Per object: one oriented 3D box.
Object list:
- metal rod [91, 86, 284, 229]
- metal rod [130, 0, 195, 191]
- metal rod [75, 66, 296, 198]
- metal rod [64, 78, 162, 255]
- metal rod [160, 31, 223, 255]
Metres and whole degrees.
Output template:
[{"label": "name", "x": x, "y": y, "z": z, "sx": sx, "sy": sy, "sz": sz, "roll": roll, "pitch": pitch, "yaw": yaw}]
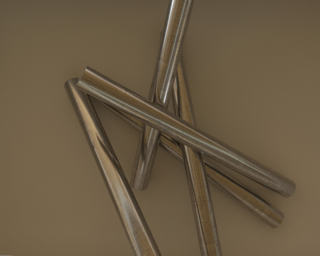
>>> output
[{"label": "metal rod", "x": 0.035, "y": 0.035, "z": 0.411, "sx": 0.301, "sy": 0.025, "sz": 0.025, "roll": 36, "pitch": 90, "yaw": 0}, {"label": "metal rod", "x": 0.004, "y": -0.056, "z": 0.351, "sx": 0.025, "sy": 0.025, "sz": 0.298, "roll": 14, "pitch": 115, "yaw": 0}, {"label": "metal rod", "x": 0.046, "y": 0.015, "z": 0.363, "sx": 0.301, "sy": 0.025, "sz": 0.025, "roll": 28, "pitch": 90, "yaw": -20}, {"label": "metal rod", "x": -0.050, "y": 0.061, "z": 0.351, "sx": 0.025, "sy": 0.025, "sz": 0.299, "roll": -29, "pitch": 66, "yaw": 0}, {"label": "metal rod", "x": 0.038, "y": 0.018, "z": 0.388, "sx": 0.025, "sy": 0.025, "sz": 0.299, "roll": -10, "pitch": 81, "yaw": 0}]
